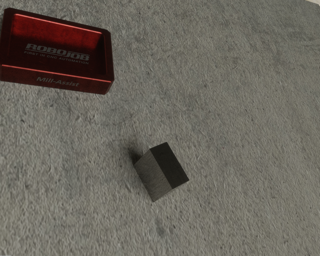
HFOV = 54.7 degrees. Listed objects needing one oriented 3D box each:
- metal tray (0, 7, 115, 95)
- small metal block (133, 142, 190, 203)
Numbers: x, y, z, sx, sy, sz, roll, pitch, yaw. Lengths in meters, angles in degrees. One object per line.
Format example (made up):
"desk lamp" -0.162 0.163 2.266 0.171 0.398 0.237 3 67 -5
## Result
"metal tray" -0.127 -0.094 0.389 0.131 0.030 0.090 5 59 -26
"small metal block" 0.000 0.051 0.356 0.025 0.050 0.050 -20 73 -36
